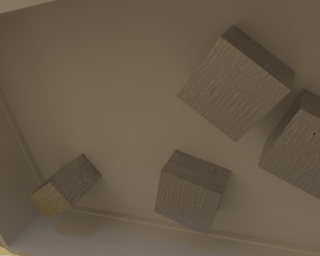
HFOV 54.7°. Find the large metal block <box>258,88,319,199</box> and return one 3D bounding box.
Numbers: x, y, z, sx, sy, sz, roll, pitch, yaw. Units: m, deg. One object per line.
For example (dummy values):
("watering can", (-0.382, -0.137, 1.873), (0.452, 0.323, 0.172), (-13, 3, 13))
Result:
("large metal block", (0.161, 0.019, 0.319), (0.080, 0.050, 0.079), (29, 128, 10))

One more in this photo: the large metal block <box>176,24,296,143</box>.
("large metal block", (0.078, -0.046, 0.323), (0.080, 0.050, 0.080), (39, 129, 2))

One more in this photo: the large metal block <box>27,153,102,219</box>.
("large metal block", (-0.157, 0.097, 0.516), (0.080, 0.080, 0.050), (-31, 101, 38))

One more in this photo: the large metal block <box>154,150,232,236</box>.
("large metal block", (0.043, 0.087, 0.424), (0.080, 0.050, 0.079), (20, 126, 16))
